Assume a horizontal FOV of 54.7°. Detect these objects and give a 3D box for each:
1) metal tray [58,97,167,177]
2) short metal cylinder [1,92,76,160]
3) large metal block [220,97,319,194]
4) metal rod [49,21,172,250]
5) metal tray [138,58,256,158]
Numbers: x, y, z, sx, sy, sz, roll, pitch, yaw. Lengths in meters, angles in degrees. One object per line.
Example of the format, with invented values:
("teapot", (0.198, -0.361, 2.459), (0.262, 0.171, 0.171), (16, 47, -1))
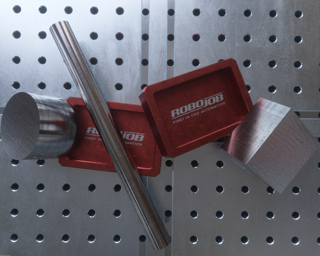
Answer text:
("metal tray", (-0.060, 0.011, 0.410), (0.131, 0.030, 0.089), (7, 90, 0))
("short metal cylinder", (-0.150, -0.001, 0.381), (0.080, 0.050, 0.080), (-3, 85, 34))
("large metal block", (0.137, 0.022, 0.384), (0.080, 0.050, 0.080), (38, 90, -31))
("metal rod", (-0.061, 0.009, 0.383), (0.025, 0.025, 0.299), (-25, 90, 0))
("metal tray", (0.050, -0.026, 0.392), (0.131, 0.030, 0.090), (-21, 90, -17))
